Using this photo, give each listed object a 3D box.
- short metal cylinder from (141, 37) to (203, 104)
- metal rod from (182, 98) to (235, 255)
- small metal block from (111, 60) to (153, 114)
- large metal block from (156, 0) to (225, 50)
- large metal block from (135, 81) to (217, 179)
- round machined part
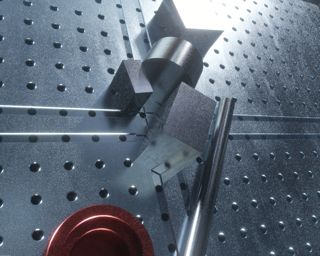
[{"bbox_3d":[0.014,-0.077,0.428,0.080,0.080,0.050,32,52,-8],"label":"short metal cylinder"},{"bbox_3d":[0.063,0.073,0.397,0.025,0.025,0.300,29,52,-10],"label":"metal rod"},{"bbox_3d":[-0.038,-0.053,0.404,0.025,0.050,0.050,-8,66,-32],"label":"small metal block"},{"bbox_3d":[0.050,-0.182,0.530,0.081,0.050,0.080,-8,66,-32],"label":"large metal block"},{"bbox_3d":[0.019,0.004,0.380,0.050,0.080,0.080,30,52,-10],"label":"large metal block"},{"bbox_3d":[-0.058,0.125,0.290,0.099,0.042,0.098,14,56,-21],"label":"round machined part"}]
